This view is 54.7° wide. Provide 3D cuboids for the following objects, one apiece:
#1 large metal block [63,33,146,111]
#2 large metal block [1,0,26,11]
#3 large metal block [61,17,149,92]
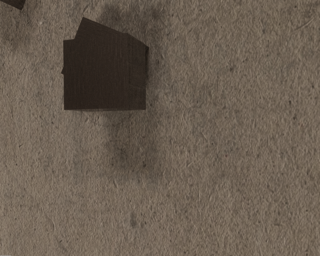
[{"bbox_3d":[-0.064,-0.061,0.364,0.080,0.050,0.079,-1,90,19],"label":"large metal block"},{"bbox_3d":[-0.240,-0.236,0.462,0.050,0.080,0.080,29,99,17],"label":"large metal block"},{"bbox_3d":[-0.074,-0.092,0.421,0.080,0.050,0.080,27,99,17],"label":"large metal block"}]
